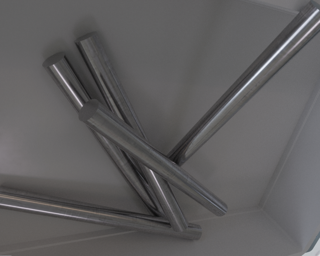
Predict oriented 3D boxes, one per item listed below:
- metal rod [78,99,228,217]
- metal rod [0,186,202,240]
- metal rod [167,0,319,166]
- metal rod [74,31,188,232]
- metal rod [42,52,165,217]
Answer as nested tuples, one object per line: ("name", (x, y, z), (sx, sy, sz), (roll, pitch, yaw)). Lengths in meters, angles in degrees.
("metal rod", (0.015, 0.056, 0.392), (0.025, 0.025, 0.300), (-45, 133, 3))
("metal rod", (-0.064, 0.124, 0.429), (0.302, 0.025, 0.025), (20, 108, -29))
("metal rod", (0.065, -0.012, 0.358), (0.025, 0.025, 0.298), (8, 139, -32))
("metal rod", (-0.022, 0.027, 0.386), (0.025, 0.025, 0.299), (-30, 120, -10))
("metal rod", (-0.053, 0.036, 0.401), (0.025, 0.025, 0.299), (-33, 129, -7))
